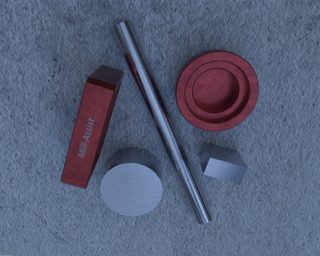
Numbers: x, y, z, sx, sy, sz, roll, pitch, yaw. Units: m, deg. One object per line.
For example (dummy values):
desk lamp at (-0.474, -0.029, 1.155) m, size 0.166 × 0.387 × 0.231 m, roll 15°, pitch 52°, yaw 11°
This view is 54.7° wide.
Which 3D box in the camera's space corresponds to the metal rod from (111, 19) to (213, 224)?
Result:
metal rod at (0.010, 0.006, 0.414) m, size 0.025 × 0.025 × 0.299 m, roll -21°, pitch 109°, yaw 7°

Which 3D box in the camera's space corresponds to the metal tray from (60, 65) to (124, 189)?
metal tray at (-0.080, -0.004, 0.374) m, size 0.030 × 0.090 × 0.129 m, roll 17°, pitch 109°, yaw -7°

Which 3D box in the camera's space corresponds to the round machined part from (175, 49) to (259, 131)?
round machined part at (0.067, -0.048, 0.385) m, size 0.099 × 0.042 × 0.097 m, roll 0°, pitch 110°, yaw -1°

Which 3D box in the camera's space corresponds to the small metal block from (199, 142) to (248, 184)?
small metal block at (0.082, 0.046, 0.413) m, size 0.050 × 0.050 × 0.025 m, roll 16°, pitch 109°, yaw -6°

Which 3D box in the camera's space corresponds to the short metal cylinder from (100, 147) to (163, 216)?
short metal cylinder at (-0.037, 0.072, 0.424) m, size 0.081 × 0.050 × 0.079 m, roll 0°, pitch 110°, yaw -1°
